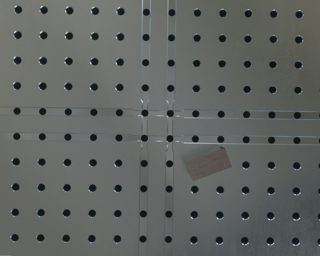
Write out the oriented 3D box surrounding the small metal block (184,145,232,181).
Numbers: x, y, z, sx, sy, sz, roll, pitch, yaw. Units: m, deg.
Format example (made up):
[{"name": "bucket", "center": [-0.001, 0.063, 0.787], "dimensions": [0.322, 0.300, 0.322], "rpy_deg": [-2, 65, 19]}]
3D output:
[{"name": "small metal block", "center": [0.060, 0.044, 0.401], "dimensions": [0.050, 0.050, 0.025], "rpy_deg": [-20, 90, 0]}]
